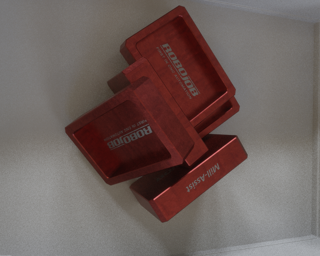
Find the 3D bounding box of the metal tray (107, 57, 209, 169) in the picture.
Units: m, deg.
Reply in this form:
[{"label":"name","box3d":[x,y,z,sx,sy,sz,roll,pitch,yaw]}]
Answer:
[{"label":"metal tray","box3d":[-0.006,-0.015,0.372,0.030,0.090,0.130,-39,103,-16]}]

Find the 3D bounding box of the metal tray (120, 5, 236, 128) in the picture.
[{"label":"metal tray","box3d":[0.024,-0.071,0.384,0.090,0.030,0.130,-38,102,-16]}]

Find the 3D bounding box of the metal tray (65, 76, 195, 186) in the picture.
[{"label":"metal tray","box3d":[-0.038,0.010,0.341,0.090,0.130,0.030,55,43,-12]}]

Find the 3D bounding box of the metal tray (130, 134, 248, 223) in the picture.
[{"label":"metal tray","box3d":[0.033,0.055,0.388,0.131,0.090,0.030,-34,102,-17]}]

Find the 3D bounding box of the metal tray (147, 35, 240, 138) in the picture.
[{"label":"metal tray","box3d":[0.040,-0.055,0.423,0.090,0.030,0.130,-36,101,-15]}]
